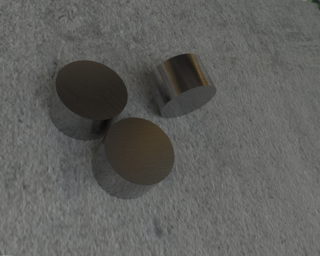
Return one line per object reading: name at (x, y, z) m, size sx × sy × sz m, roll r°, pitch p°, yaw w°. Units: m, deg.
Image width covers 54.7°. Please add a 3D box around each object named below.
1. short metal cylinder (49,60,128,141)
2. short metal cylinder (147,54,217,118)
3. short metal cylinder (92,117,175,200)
short metal cylinder at (-0.084, -0.032, 0.363) m, size 0.081 × 0.050 × 0.080 m, roll 14°, pitch 56°, yaw -21°
short metal cylinder at (0.029, -0.055, 0.420) m, size 0.081 × 0.080 × 0.050 m, roll -11°, pitch 68°, yaw -33°
short metal cylinder at (-0.031, 0.035, 0.351) m, size 0.081 × 0.050 × 0.080 m, roll 14°, pitch 56°, yaw -21°
